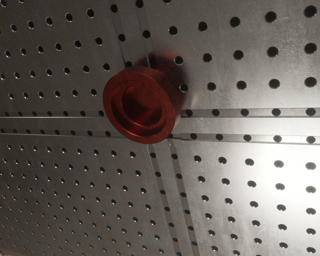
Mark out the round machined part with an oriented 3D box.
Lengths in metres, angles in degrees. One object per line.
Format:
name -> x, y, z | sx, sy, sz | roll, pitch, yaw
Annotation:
round machined part -> -0.019, -0.032, 0.389 | 0.098, 0.042, 0.097 | 13, 124, 20
